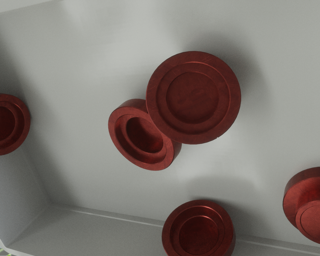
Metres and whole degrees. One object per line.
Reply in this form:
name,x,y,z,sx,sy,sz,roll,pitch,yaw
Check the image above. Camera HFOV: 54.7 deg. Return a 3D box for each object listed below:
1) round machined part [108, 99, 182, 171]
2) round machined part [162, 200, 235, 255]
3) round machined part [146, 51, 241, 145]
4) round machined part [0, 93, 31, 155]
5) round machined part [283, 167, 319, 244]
round machined part,-0.015,0.004,0.401,0.098,0.042,0.097,19,132,23
round machined part,0.056,0.153,0.429,0.098,0.098,0.042,1,136,27
round machined part,0.036,-0.034,0.341,0.099,0.042,0.097,1,102,6
round machined part,-0.262,-0.008,0.492,0.042,0.099,0.097,12,124,29
round machined part,0.193,0.096,0.355,0.098,0.042,0.097,13,124,20
